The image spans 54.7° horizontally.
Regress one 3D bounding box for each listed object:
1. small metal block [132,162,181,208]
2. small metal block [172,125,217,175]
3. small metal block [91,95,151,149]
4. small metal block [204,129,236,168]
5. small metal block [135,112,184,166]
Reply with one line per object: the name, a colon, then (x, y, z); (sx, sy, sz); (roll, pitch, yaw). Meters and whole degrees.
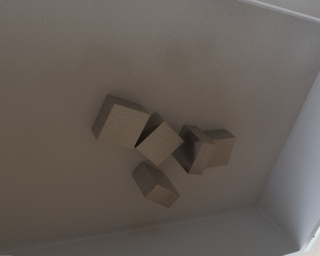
small metal block: (-0.006, 0.081, 0.438); (0.025, 0.050, 0.050); (-49, 130, 7)
small metal block: (0.047, 0.031, 0.437); (0.025, 0.050, 0.050); (10, 114, -34)
small metal block: (-0.048, -0.006, 0.377); (0.050, 0.025, 0.050); (16, 110, -35)
small metal block: (0.082, 0.032, 0.473); (0.050, 0.025, 0.050); (-6, 121, -26)
small metal block: (-0.004, 0.016, 0.414); (0.050, 0.025, 0.050); (-43, 130, 1)
